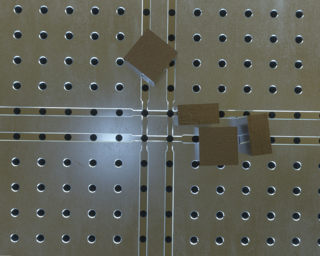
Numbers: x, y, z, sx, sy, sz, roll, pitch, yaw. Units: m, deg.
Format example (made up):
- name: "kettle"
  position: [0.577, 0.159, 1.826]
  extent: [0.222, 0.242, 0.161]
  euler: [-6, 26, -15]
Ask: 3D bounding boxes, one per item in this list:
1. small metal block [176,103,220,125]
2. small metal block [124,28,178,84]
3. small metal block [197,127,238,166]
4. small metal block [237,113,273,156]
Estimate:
- name: "small metal block"
  position: [0.047, -0.017, 0.401]
  extent: [0.050, 0.050, 0.025]
  euler: [-3, 90, 0]
- name: "small metal block"
  position: [-0.012, -0.094, 0.413]
  extent: [0.050, 0.025, 0.050]
  euler: [39, 90, 0]
- name: "small metal block"
  position: [0.076, 0.024, 0.414]
  extent: [0.050, 0.025, 0.050]
  euler: [-1, 90, 0]
- name: "small metal block"
  position: [0.121, 0.008, 0.402]
  extent: [0.025, 0.050, 0.050]
  euler: [-7, 90, 0]
